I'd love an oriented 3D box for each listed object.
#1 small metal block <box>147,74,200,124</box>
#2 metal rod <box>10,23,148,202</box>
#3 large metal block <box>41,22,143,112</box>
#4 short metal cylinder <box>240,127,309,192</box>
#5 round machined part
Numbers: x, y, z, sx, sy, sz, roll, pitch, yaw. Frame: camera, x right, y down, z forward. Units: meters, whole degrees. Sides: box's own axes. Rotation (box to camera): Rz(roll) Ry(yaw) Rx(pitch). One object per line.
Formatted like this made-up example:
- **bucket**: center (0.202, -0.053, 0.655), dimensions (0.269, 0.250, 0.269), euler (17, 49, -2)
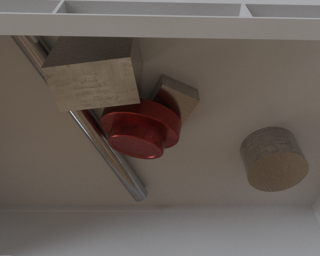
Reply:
- **small metal block**: center (0.014, -0.032, 0.382), dimensions (0.050, 0.025, 0.050), euler (21, 127, -18)
- **metal rod**: center (-0.087, 0.004, 0.410), dimensions (0.025, 0.025, 0.299), euler (-18, 128, 14)
- **large metal block**: center (-0.062, -0.064, 0.317), dimensions (0.080, 0.080, 0.050), euler (-6, 130, 4)
- **short metal cylinder**: center (0.158, 0.045, 0.433), dimensions (0.081, 0.050, 0.079), euler (0, 130, 0)
- **round machined part**: center (-0.025, 0.006, 0.378), dimensions (0.099, 0.042, 0.098), euler (10, 155, 5)
